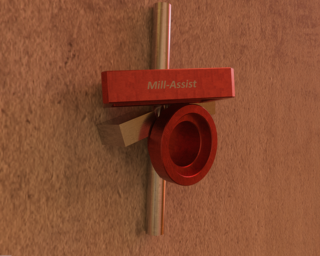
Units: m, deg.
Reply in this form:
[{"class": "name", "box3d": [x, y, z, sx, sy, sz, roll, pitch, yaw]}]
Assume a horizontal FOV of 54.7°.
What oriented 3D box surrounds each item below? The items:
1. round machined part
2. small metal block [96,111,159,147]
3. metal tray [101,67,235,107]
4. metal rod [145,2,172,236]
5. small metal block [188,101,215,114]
[{"class": "round machined part", "box3d": [0.024, 0.019, 0.381, 0.099, 0.042, 0.097, -4, 96, -42]}, {"class": "small metal block", "box3d": [-0.038, 0.000, 0.360, 0.050, 0.050, 0.025, -25, 106, -38]}, {"class": "metal tray", "box3d": [0.003, -0.042, 0.338, 0.131, 0.090, 0.030, -4, 92, -11]}, {"class": "metal rod", "box3d": [-0.002, -0.013, 0.407, 0.025, 0.025, 0.298, 3, 88, -40]}, {"class": "small metal block", "box3d": [0.040, -0.030, 0.426, 0.050, 0.050, 0.025, -2, 92, -40]}]
